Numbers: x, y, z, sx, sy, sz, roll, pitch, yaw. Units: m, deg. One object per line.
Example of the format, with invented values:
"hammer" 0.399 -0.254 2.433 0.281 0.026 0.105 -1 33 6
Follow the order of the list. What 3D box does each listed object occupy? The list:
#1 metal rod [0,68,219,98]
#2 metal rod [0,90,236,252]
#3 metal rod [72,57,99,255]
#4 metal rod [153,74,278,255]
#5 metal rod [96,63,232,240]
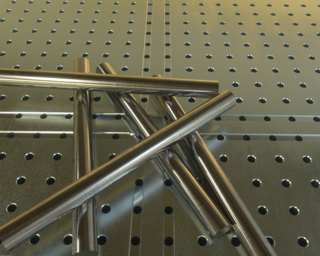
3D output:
"metal rod" -0.072 -0.062 0.426 0.302 0.025 0.025 4 50 2
"metal rod" -0.027 0.032 0.347 0.302 0.025 0.025 -31 57 -24
"metal rod" -0.098 0.011 0.396 0.025 0.025 0.300 -7 50 -7
"metal rod" 0.051 0.035 0.378 0.025 0.025 0.300 -18 52 -15
"metal rod" -0.012 0.008 0.400 0.025 0.025 0.300 -24 54 -19
